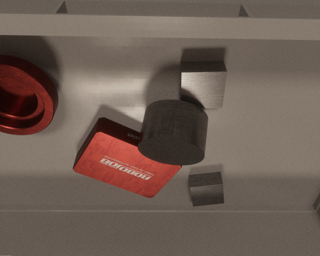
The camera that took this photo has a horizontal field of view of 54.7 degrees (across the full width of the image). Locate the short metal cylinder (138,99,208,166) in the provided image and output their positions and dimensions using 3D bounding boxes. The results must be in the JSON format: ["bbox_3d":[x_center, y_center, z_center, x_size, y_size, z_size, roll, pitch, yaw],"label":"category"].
[{"bbox_3d":[0.017,0.008,0.381,0.080,0.050,0.080,8,153,4],"label":"short metal cylinder"}]

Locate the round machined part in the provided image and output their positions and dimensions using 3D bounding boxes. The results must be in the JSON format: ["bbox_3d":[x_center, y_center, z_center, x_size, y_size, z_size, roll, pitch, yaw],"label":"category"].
[{"bbox_3d":[-0.168,-0.041,0.360,0.099,0.042,0.097,-1,130,0],"label":"round machined part"}]

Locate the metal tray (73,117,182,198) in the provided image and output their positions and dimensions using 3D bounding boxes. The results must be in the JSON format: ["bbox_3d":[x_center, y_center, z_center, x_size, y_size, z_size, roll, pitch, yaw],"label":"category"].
[{"bbox_3d":[-0.046,0.047,0.445,0.131,0.030,0.089,24,126,-20],"label":"metal tray"}]

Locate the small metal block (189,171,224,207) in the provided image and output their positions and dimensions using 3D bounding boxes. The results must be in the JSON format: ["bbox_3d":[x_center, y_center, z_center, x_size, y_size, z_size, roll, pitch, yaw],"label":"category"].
[{"bbox_3d":[0.074,0.098,0.494,0.050,0.025,0.050,-7,130,6],"label":"small metal block"}]

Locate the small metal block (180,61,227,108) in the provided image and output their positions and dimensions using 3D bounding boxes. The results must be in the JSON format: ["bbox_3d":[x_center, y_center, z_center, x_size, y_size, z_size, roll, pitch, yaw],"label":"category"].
[{"bbox_3d":[0.050,-0.051,0.367,0.050,0.025,0.050,-1,130,0],"label":"small metal block"}]
